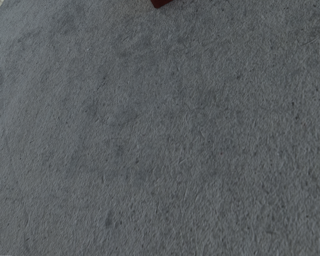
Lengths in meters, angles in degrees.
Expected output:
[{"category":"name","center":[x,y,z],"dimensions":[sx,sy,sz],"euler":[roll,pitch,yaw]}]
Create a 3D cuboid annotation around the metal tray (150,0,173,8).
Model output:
[{"category":"metal tray","center":[0.014,-0.286,0.568],"dimensions":[0.090,0.030,0.130],"euler":[-23,53,14]}]
